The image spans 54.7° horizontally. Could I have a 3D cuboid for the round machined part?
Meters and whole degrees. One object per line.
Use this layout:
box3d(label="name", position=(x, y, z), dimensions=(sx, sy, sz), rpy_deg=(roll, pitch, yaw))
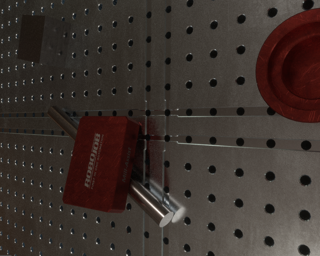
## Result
box3d(label="round machined part", position=(0.142, -0.053, 0.280), dimensions=(0.098, 0.042, 0.097), rpy_deg=(0, 90, 39))

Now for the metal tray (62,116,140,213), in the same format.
box3d(label="metal tray", position=(-0.084, 0.049, 0.442), dimensions=(0.090, 0.030, 0.129), rpy_deg=(1, 75, 30))

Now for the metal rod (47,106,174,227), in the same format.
box3d(label="metal rod", position=(-0.092, 0.044, 0.482), dimensions=(0.300, 0.025, 0.025), rpy_deg=(36, 112, 33))

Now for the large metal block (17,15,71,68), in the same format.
box3d(label="large metal block", position=(-0.212, -0.158, 0.564), dimensions=(0.080, 0.050, 0.079), rpy_deg=(18, 102, 38))
